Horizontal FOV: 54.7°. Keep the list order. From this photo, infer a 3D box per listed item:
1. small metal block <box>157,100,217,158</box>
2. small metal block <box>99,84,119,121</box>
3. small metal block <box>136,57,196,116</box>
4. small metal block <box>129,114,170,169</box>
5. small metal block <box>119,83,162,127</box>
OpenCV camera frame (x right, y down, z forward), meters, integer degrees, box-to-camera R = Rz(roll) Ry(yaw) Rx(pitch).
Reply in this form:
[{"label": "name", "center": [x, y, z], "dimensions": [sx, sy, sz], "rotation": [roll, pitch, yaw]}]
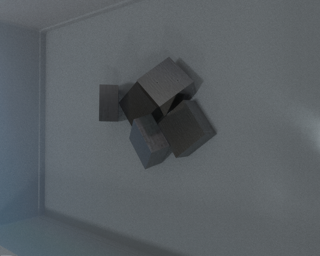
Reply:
[{"label": "small metal block", "center": [0.032, 0.001, 0.377], "dimensions": [0.050, 0.025, 0.050], "rotation": [-43, 64, 31]}, {"label": "small metal block", "center": [-0.072, -0.034, 0.444], "dimensions": [0.050, 0.025, 0.050], "rotation": [-177, 88, -83]}, {"label": "small metal block", "center": [0.008, -0.051, 0.381], "dimensions": [0.050, 0.025, 0.050], "rotation": [-37, 62, -5]}, {"label": "small metal block", "center": [-0.015, 0.018, 0.400], "dimensions": [0.050, 0.025, 0.050], "rotation": [60, 155, 22]}, {"label": "small metal block", "center": [-0.023, -0.031, 0.421], "dimensions": [0.050, 0.025, 0.050], "rotation": [-45, 64, 30]}]
